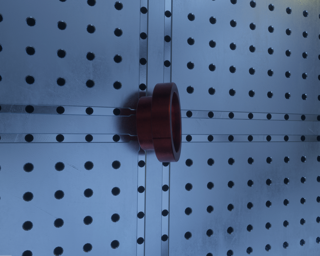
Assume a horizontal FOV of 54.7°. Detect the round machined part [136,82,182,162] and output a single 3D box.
[{"bbox_3d":[-0.001,-0.006,0.384,0.042,0.098,0.097,-2,91,11],"label":"round machined part"}]
